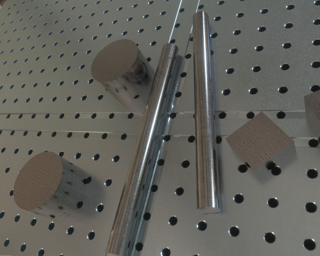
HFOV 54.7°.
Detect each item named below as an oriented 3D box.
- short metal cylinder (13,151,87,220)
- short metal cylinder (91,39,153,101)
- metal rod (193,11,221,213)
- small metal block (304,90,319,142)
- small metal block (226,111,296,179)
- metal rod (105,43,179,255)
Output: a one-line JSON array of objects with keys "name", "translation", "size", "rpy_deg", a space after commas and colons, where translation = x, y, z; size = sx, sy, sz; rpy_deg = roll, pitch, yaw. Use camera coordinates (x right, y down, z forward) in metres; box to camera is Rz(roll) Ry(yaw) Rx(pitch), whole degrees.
[{"name": "short metal cylinder", "translation": [-0.149, 0.079, 0.422], "size": [0.080, 0.050, 0.080], "rpy_deg": [-13, 56, 21]}, {"name": "short metal cylinder", "translation": [-0.058, -0.089, 0.478], "size": [0.080, 0.050, 0.080], "rpy_deg": [-13, 56, 21]}, {"name": "metal rod", "translation": [0.057, -0.042, 0.403], "size": [0.025, 0.025, 0.299], "rpy_deg": [-11, 57, 22]}, {"name": "small metal block", "translation": [0.168, -0.005, 0.307], "size": [0.025, 0.050, 0.050], "rpy_deg": [-24, 53, 13]}, {"name": "small metal block", "translation": [0.110, 0.018, 0.339], "size": [0.050, 0.025, 0.050], "rpy_deg": [-38, 51, 3]}, {"name": "metal rod", "translation": [-0.016, 0.010, 0.410], "size": [0.025, 0.025, 0.300], "rpy_deg": [0, 61, 28]}]
